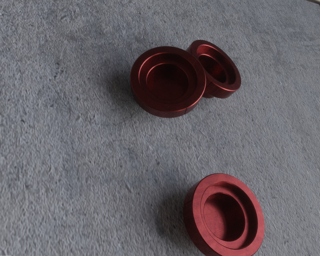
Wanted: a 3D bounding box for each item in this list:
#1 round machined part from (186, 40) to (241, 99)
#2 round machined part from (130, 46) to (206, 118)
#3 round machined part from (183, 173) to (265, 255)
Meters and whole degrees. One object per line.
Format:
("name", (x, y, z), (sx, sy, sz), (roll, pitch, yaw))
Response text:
("round machined part", (0.074, -0.085, 0.477), (0.099, 0.042, 0.098), (22, 47, -25))
("round machined part", (0.010, -0.058, 0.419), (0.099, 0.042, 0.098), (2, 69, -4))
("round machined part", (0.070, 0.106, 0.365), (0.099, 0.042, 0.098), (14, 56, -21))
